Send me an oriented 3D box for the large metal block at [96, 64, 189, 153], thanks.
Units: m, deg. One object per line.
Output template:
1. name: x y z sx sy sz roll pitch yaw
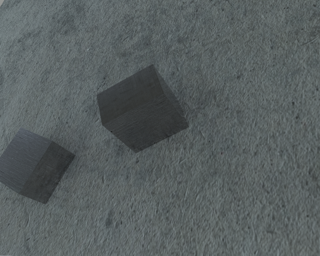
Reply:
1. large metal block: -0.020 -0.021 0.392 0.080 0.080 0.050 -27 53 11

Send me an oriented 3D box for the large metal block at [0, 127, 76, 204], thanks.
1. large metal block: -0.186 0.054 0.453 0.080 0.050 0.080 17 70 34
